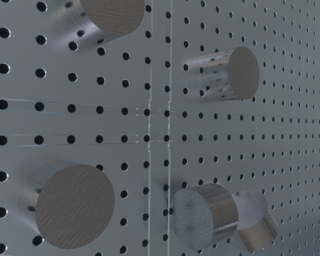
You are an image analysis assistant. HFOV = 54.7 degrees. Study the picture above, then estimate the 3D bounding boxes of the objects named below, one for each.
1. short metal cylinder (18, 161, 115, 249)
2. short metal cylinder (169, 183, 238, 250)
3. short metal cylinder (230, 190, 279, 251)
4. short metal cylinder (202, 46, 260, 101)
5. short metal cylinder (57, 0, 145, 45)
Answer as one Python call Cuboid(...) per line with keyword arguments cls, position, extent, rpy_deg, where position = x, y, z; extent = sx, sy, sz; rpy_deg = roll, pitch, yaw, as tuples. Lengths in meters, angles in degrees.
Cuboid(cls="short metal cylinder", position=(-0.094, 0.074, 0.314), extent=(0.081, 0.050, 0.080), rpy_deg=(0, 90, -40))
Cuboid(cls="short metal cylinder", position=(0.058, 0.118, 0.422), extent=(0.050, 0.080, 0.079), rpy_deg=(-2, 91, -40))
Cuboid(cls="short metal cylinder", position=(0.139, 0.145, 0.489), extent=(0.080, 0.080, 0.050), rpy_deg=(-46, 118, -30))
Cuboid(cls="short metal cylinder", position=(0.112, -0.083, 0.486), extent=(0.081, 0.050, 0.079), rpy_deg=(0, 90, -40))
Cuboid(cls="short metal cylinder", position=(-0.064, -0.136, 0.339), extent=(0.081, 0.050, 0.079), rpy_deg=(0, 90, -40))
